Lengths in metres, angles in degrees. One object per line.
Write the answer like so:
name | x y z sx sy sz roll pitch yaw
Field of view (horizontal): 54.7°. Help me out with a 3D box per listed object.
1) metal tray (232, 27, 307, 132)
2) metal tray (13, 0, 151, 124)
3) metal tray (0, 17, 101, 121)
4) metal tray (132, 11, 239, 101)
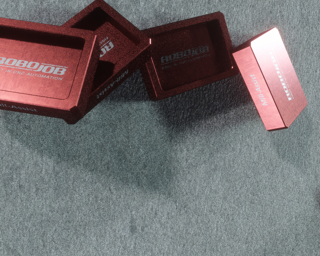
metal tray | 0.163 -0.072 0.451 0.091 0.030 0.129 -36 103 -39
metal tray | -0.085 -0.078 0.354 0.090 0.030 0.130 42 75 13
metal tray | -0.135 -0.062 0.315 0.131 0.030 0.090 9 70 2
metal tray | 0.037 -0.098 0.420 0.131 0.030 0.090 -20 97 -19
